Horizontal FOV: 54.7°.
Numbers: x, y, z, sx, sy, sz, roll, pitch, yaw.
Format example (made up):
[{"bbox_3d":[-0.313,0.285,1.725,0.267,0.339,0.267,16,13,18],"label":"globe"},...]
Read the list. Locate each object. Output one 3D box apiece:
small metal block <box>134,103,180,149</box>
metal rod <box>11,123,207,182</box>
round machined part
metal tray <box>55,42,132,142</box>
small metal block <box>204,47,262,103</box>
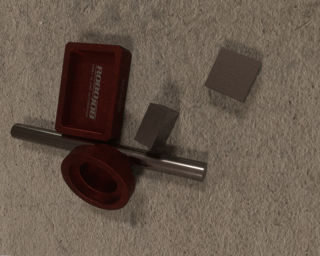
[{"bbox_3d":[-0.003,-0.003,0.396,0.025,0.050,0.050,27,99,18],"label":"small metal block"},{"bbox_3d":[-0.084,0.030,0.437,0.301,0.025,0.025,10,94,19],"label":"metal rod"},{"bbox_3d":[-0.077,0.060,0.410,0.098,0.042,0.097,13,130,17],"label":"round machined part"},{"bbox_3d":[-0.095,-0.051,0.438,0.090,0.030,0.129,9,93,19],"label":"metal tray"},{"bbox_3d":[0.089,-0.064,0.377,0.050,0.025,0.050,27,99,17],"label":"small metal block"}]
